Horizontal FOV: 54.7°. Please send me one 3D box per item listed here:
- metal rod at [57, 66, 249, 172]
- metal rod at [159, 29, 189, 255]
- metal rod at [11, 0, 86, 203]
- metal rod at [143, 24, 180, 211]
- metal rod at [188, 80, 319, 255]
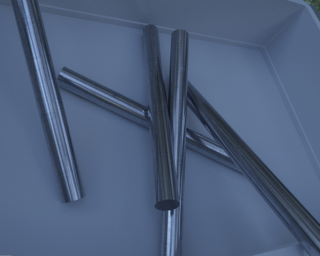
[{"bbox_3d":[0.010,-0.001,0.413,0.301,0.025,0.025,26,53,-13],"label":"metal rod"},{"bbox_3d":[0.020,0.005,0.385,0.025,0.025,0.299,13,65,-22],"label":"metal rod"},{"bbox_3d":[-0.123,-0.073,0.312,0.025,0.025,0.298,-14,92,-34],"label":"metal rod"},{"bbox_3d":[-0.004,-0.039,0.398,0.025,0.025,0.300,13,47,-21],"label":"metal rod"},{"bbox_3d":[0.084,0.018,0.361,0.025,0.025,0.300,1,36,-28],"label":"metal rod"}]
